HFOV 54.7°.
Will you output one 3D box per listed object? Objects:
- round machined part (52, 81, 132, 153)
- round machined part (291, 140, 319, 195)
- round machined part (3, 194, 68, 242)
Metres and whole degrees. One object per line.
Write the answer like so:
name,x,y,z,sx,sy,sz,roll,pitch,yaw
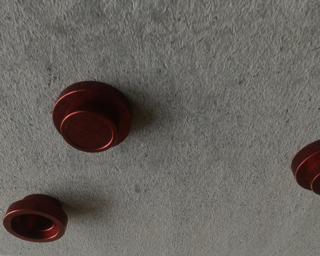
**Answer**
round machined part,-0.085,-0.007,0.389,0.099,0.042,0.097,0,130,0
round machined part,0.249,0.063,0.452,0.099,0.042,0.097,0,130,0
round machined part,-0.204,0.148,0.520,0.099,0.042,0.097,0,130,0
